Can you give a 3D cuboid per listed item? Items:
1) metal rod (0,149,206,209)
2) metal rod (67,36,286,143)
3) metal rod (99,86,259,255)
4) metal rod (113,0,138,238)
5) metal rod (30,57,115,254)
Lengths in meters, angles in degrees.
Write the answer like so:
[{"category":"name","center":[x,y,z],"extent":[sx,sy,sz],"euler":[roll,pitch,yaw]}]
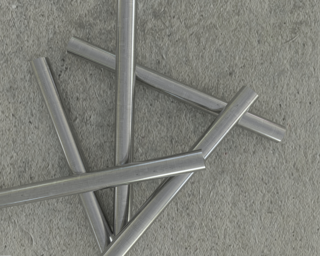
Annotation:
[{"category":"metal rod","center":[-0.095,0.067,0.381],"extent":[0.301,0.025,0.025],"euler":[-12,90,10]},{"category":"metal rod","center":[0.022,-0.050,0.410],"extent":[0.301,0.025,0.025],"euler":[23,90,-1]},{"category":"metal rod","center":[0.016,0.070,0.384],"extent":[0.025,0.025,0.300],"euler":[40,90,-1]},{"category":"metal rod","center":[-0.045,-0.008,0.391],"extent":[0.025,0.025,0.298],"euler":[2,97,-1]},{"category":"metal rod","center":[-0.107,0.052,0.408],"extent":[0.025,0.025,0.299],"euler":[-20,90,0]}]
